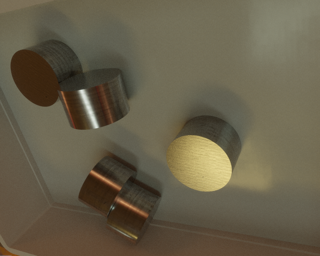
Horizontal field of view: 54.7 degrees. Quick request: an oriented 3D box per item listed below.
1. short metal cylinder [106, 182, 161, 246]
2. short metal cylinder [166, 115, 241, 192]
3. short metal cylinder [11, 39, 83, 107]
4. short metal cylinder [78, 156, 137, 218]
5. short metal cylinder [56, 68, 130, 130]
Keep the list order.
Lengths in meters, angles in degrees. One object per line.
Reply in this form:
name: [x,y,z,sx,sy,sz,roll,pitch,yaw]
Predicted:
short metal cylinder: [-0.039,0.130,0.475,0.050,0.080,0.079,26,128,12]
short metal cylinder: [0.055,0.031,0.383,0.080,0.050,0.079,13,124,21]
short metal cylinder: [-0.155,-0.076,0.427,0.080,0.050,0.079,13,124,21]
short metal cylinder: [-0.078,0.089,0.469,0.050,0.080,0.079,29,128,10]
short metal cylinder: [-0.083,-0.039,0.393,0.080,0.080,0.050,2,119,27]
